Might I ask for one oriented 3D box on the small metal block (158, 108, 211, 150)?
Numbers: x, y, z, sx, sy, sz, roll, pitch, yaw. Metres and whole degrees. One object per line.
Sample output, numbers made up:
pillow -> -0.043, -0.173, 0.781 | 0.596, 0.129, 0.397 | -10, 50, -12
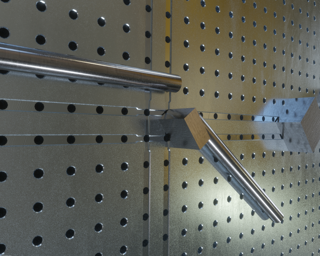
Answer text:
small metal block -> 0.033, 0.001, 0.420 | 0.025, 0.050, 0.050 | -43, 116, -31

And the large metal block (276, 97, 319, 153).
large metal block -> 0.291, -0.007, 0.637 | 0.080, 0.050, 0.080 | -48, 119, -29

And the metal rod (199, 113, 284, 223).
metal rod -> 0.137, 0.079, 0.523 | 0.300, 0.025, 0.025 | 46, 63, -30

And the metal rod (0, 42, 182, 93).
metal rod -> -0.094, -0.065, 0.329 | 0.302, 0.025, 0.025 | 2, 89, -40
